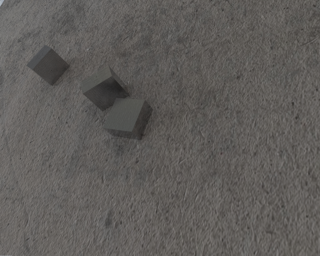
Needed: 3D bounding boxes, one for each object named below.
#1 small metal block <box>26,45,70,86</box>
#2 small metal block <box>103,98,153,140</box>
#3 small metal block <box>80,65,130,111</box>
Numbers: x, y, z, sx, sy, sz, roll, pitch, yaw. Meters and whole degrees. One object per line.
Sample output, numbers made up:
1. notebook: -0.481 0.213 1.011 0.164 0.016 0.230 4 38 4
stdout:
1. small metal block: -0.203 -0.113 0.564 0.025 0.050 0.050 31 79 38
2. small metal block: -0.045 -0.013 0.436 0.050 0.025 0.050 7 65 31
3. small metal block: -0.083 -0.059 0.467 0.050 0.050 0.025 -29 52 9
